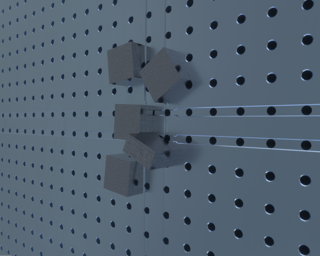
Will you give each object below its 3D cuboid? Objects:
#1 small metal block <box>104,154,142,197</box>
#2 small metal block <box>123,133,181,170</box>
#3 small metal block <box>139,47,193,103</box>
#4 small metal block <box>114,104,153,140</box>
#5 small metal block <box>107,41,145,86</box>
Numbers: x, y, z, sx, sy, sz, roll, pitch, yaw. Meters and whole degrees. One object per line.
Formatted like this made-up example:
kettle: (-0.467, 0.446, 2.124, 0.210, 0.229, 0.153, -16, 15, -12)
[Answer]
small metal block: (-0.054, 0.068, 0.452, 0.050, 0.025, 0.050, 9, 96, 39)
small metal block: (-0.010, 0.029, 0.400, 0.050, 0.050, 0.025, 30, 109, 35)
small metal block: (0.007, -0.067, 0.402, 0.050, 0.025, 0.050, -40, 66, 32)
small metal block: (-0.038, -0.008, 0.439, 0.050, 0.025, 0.050, 5, 93, 39)
small metal block: (-0.048, -0.091, 0.447, 0.050, 0.025, 0.050, -7, 85, 39)
